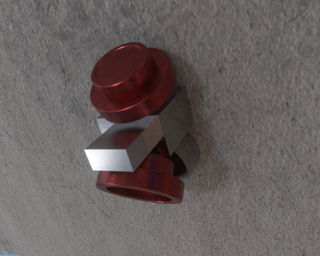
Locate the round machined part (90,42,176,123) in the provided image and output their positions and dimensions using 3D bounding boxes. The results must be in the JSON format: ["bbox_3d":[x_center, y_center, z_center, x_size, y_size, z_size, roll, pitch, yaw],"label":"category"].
[{"bbox_3d":[-0.035,-0.056,0.339,0.098,0.098,0.042,-2,142,29],"label":"round machined part"}]

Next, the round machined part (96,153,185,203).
[{"bbox_3d":[-0.020,0.056,0.356,0.099,0.042,0.098,9,159,4],"label":"round machined part"}]

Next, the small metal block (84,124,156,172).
[{"bbox_3d":[-0.040,0.020,0.319,0.050,0.050,0.025,-2,117,29],"label":"small metal block"}]

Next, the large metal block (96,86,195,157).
[{"bbox_3d":[-0.014,-0.009,0.372,0.080,0.080,0.050,-2,118,29],"label":"large metal block"}]

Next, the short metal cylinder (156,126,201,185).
[{"bbox_3d":[0.008,0.040,0.413,0.080,0.050,0.079,13,124,20],"label":"short metal cylinder"}]
